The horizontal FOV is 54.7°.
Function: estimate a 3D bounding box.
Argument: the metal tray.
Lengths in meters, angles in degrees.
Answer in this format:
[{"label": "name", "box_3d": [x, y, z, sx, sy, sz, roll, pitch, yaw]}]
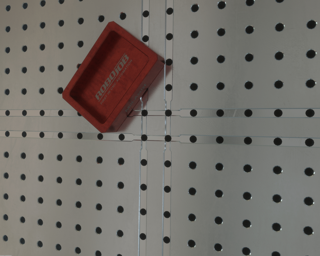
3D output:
[{"label": "metal tray", "box_3d": [-0.067, -0.068, 0.432, 0.090, 0.030, 0.130, 40, 102, 15]}]
